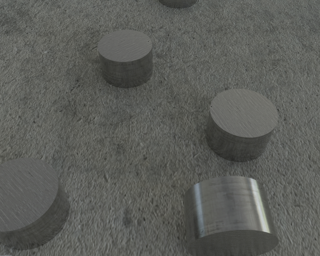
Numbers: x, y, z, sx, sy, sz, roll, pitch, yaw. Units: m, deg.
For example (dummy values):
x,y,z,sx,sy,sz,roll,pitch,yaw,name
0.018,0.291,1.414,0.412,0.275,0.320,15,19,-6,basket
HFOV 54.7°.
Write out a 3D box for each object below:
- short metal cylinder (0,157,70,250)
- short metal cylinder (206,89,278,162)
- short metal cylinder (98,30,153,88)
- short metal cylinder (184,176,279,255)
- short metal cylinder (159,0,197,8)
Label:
x,y,z,sx,sy,sz,roll,pitch,yaw,name
-0.140,0.078,0.321,0.080,0.050,0.080,0,50,0,short metal cylinder
0.101,-0.004,0.391,0.080,0.050,0.080,0,50,0,short metal cylinder
-0.051,-0.107,0.476,0.080,0.050,0.080,0,50,0,short metal cylinder
0.064,0.088,0.294,0.081,0.080,0.050,-1,50,-1,short metal cylinder
0.038,-0.286,0.628,0.080,0.050,0.080,0,50,0,short metal cylinder
